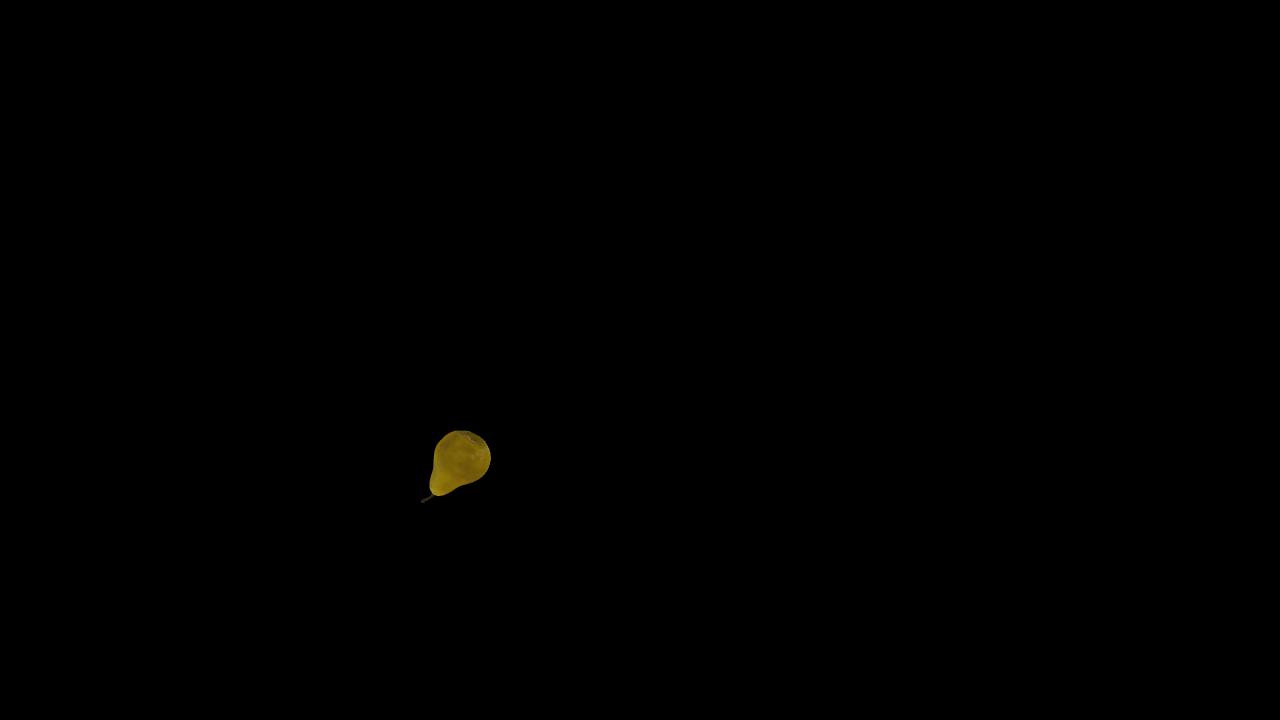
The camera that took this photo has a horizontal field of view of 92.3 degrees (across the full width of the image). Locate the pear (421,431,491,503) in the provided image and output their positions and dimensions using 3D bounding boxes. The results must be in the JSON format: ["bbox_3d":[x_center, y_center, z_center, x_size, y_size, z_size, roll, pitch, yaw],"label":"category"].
[{"bbox_3d":[-0.257,0.155,0.851,0.080,0.111,0.080,32,7,-4],"label":"pear"}]
